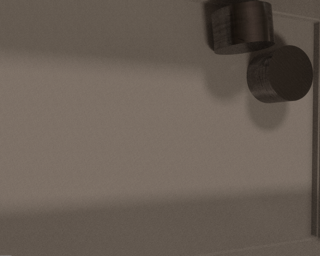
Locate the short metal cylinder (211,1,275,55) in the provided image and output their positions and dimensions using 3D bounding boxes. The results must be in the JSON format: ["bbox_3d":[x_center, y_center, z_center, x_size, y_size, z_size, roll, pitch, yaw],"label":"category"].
[{"bbox_3d":[0.113,-0.134,0.424,0.081,0.080,0.050,-7,93,-20],"label":"short metal cylinder"}]

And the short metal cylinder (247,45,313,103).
[{"bbox_3d":[0.179,-0.079,0.465,0.081,0.050,0.079,0,90,-21],"label":"short metal cylinder"}]
